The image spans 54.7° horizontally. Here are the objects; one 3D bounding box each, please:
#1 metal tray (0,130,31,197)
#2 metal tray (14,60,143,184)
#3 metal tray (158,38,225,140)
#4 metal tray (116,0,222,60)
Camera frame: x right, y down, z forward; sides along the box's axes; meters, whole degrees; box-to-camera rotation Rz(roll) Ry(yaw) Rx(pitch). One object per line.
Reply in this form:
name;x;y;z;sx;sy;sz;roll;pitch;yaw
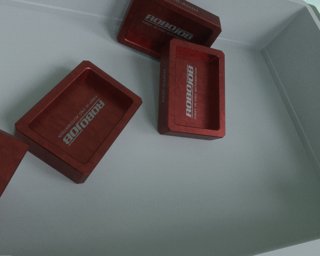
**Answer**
metal tray;-0.150;0.073;0.230;0.030;0.090;0.130;30;47;-18
metal tray;-0.089;-0.012;0.362;0.090;0.030;0.130;36;51;-5
metal tray;0.046;-0.052;0.434;0.091;0.030;0.129;7;77;-25
metal tray;0.013;-0.145;0.458;0.131;0.089;0.030;19;45;-18
